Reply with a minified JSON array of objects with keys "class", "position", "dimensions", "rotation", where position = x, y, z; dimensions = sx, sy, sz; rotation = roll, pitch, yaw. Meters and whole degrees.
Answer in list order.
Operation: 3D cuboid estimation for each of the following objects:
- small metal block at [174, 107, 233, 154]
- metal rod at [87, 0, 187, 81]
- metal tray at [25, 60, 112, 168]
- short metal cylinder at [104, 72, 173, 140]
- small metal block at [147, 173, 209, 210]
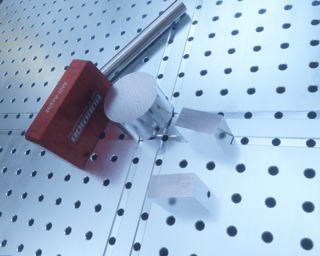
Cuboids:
[{"class":"small metal block","position":[0.052,0.003,0.362],"dimensions":[0.050,0.050,0.025],"rotation":[14,69,33]},{"class":"metal rod","position":[-0.074,-0.101,0.506],"dimensions":[0.300,0.025,0.025],"rotation":[-43,51,-2]},{"class":"metal tray","position":[-0.115,-0.019,0.436],"dimensions":[0.030,0.090,0.130],"rotation":[14,69,33]},{"class":"short metal cylinder","position":[-0.029,-0.030,0.424],"dimensions":[0.080,0.050,0.080],"rotation":[-13,56,20]},{"class":"small metal block","position":[0.021,0.071,0.337],"dimensions":[0.050,0.050,0.025],"rotation":[-7,59,24]}]
